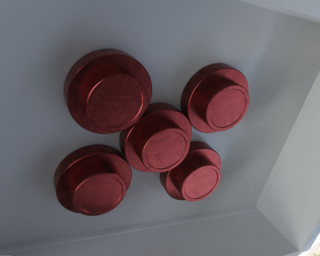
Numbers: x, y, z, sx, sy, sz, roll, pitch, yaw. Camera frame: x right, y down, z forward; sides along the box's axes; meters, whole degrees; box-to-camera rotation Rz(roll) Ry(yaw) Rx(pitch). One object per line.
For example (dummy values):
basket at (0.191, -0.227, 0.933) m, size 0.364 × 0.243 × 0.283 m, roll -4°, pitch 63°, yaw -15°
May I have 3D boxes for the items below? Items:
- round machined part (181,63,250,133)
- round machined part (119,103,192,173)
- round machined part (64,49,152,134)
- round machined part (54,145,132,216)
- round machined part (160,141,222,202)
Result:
round machined part at (0.081, -0.035, 0.421) m, size 0.099 × 0.042 × 0.097 m, roll -14°, pitch 125°, yaw -21°
round machined part at (0.000, 0.020, 0.409) m, size 0.099 × 0.042 × 0.097 m, roll -14°, pitch 125°, yaw -21°
round machined part at (-0.053, -0.035, 0.346) m, size 0.099 × 0.042 × 0.097 m, roll -14°, pitch 125°, yaw -21°
round machined part at (-0.082, 0.073, 0.398) m, size 0.099 × 0.042 × 0.097 m, roll -14°, pitch 125°, yaw -21°
round machined part at (0.053, 0.073, 0.472) m, size 0.099 × 0.042 × 0.097 m, roll -14°, pitch 125°, yaw -21°
